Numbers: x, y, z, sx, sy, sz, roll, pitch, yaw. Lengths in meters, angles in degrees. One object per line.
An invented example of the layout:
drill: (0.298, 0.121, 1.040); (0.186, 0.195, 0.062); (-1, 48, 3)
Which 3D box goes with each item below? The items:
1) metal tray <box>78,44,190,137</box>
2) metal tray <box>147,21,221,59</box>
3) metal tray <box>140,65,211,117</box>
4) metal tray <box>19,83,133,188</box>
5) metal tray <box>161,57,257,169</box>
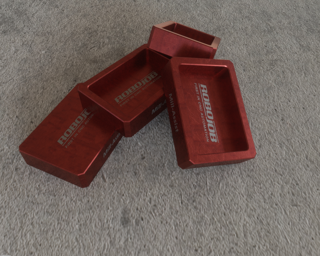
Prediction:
metal tray: (-0.028, -0.055, 0.408); (0.090, 0.030, 0.131); (34, 57, 25)
metal tray: (0.041, -0.129, 0.466); (0.090, 0.030, 0.130); (21, 25, 4)
metal tray: (0.033, -0.070, 0.460); (0.130, 0.030, 0.090); (21, 53, 16)
metal tray: (-0.099, 0.003, 0.397); (0.090, 0.030, 0.130); (19, 52, 15)
metal tray: (0.057, -0.020, 0.375); (0.091, 0.030, 0.129); (-3, 72, -24)
